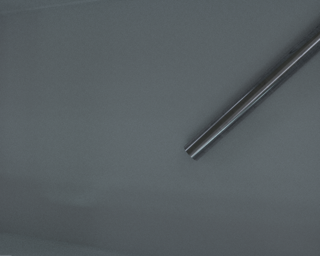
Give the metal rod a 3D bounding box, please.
[{"bbox_3d":[0.144,-0.068,0.359,0.299,0.025,0.025,-44,77,14],"label":"metal rod"}]
